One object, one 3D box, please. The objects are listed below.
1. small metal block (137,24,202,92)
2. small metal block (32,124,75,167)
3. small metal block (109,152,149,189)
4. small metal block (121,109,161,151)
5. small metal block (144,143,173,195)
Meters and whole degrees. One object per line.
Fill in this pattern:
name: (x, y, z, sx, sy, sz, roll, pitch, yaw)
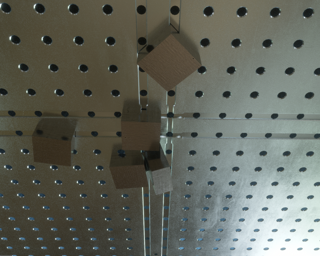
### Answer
small metal block: (0.010, -0.077, 0.346, 0.050, 0.025, 0.050, -36, 122, 26)
small metal block: (-0.147, 0.025, 0.431, 0.050, 0.025, 0.050, 8, 130, -7)
small metal block: (-0.045, 0.065, 0.466, 0.050, 0.025, 0.050, -5, 130, 4)
small metal block: (-0.025, 0.003, 0.414, 0.050, 0.025, 0.050, 2, 130, -2)
small metal block: (-0.003, 0.058, 0.441, 0.025, 0.050, 0.050, -15, 130, -8)
